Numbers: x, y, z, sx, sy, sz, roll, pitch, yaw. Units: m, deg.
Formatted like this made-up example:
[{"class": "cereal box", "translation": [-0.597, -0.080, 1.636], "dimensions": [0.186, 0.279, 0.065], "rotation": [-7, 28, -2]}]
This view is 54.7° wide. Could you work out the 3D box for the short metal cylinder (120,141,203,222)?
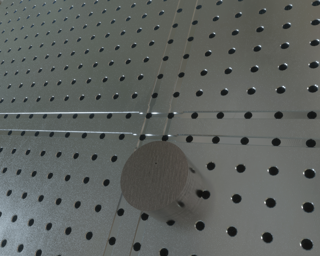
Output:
[{"class": "short metal cylinder", "translation": [0.003, 0.061, 0.352], "dimensions": [0.080, 0.050, 0.080], "rotation": [-13, 56, 20]}]
